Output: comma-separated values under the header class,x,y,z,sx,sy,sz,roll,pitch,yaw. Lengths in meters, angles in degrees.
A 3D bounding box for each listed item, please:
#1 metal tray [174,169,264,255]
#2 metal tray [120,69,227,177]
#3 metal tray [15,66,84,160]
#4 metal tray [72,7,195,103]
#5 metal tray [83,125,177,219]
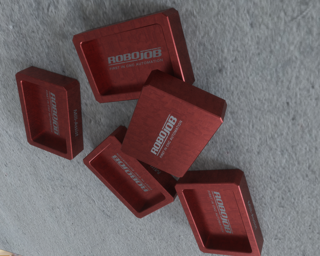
class,x,y,z,sx,sy,sz,roll,pitch,yaw
metal tray,0.084,0.120,0.432,0.090,0.030,0.129,-8,115,31
metal tray,0.011,0.001,0.372,0.090,0.030,0.129,24,139,-2
metal tray,-0.166,-0.021,0.475,0.090,0.030,0.129,18,126,17
metal tray,-0.032,-0.081,0.368,0.130,0.030,0.089,-3,117,29
metal tray,-0.044,0.069,0.467,0.130,0.030,0.090,47,129,-6
